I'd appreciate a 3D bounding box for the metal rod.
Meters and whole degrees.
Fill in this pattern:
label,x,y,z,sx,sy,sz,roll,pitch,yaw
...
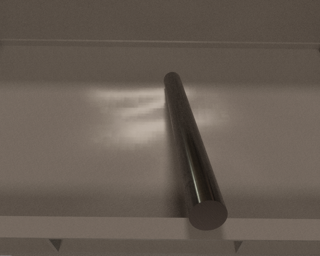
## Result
label,x,y,z,sx,sy,sz,roll,pitch,yaw
metal rod,0.025,-0.008,0.334,0.025,0.025,0.300,-2,26,-2
